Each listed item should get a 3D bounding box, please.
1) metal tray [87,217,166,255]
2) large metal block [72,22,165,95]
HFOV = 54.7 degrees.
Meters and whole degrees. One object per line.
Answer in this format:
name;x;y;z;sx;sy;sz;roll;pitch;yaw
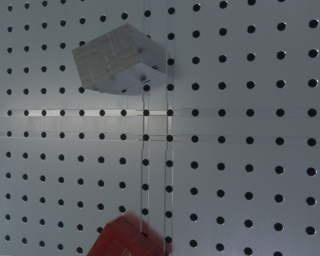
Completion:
metal tray;-0.063;0.203;0.431;0.090;0.030;0.129;35;101;16
large metal block;-0.051;-0.084;0.401;0.080;0.080;0.050;-20;84;19
